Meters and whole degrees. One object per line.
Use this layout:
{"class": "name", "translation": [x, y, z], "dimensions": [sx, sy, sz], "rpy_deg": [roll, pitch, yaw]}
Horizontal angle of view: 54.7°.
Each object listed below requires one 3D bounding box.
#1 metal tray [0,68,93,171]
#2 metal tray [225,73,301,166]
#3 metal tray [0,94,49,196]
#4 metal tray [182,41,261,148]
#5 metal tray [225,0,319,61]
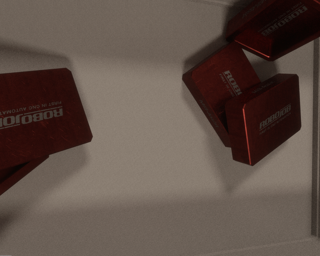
{"class": "metal tray", "translation": [-0.142, -0.010, 0.320], "dimensions": [0.131, 0.030, 0.090], "rpy_deg": [-19, 92, -48]}
{"class": "metal tray", "translation": [0.150, -0.015, 0.437], "dimensions": [0.131, 0.030, 0.089], "rpy_deg": [-28, 116, -32]}
{"class": "metal tray", "translation": [-0.188, 0.004, 0.312], "dimensions": [0.130, 0.030, 0.090], "rpy_deg": [58, 44, -15]}
{"class": "metal tray", "translation": [0.104, -0.046, 0.448], "dimensions": [0.090, 0.030, 0.130], "rpy_deg": [-38, 103, -16]}
{"class": "metal tray", "translation": [0.162, -0.141, 0.414], "dimensions": [0.091, 0.130, 0.030], "rpy_deg": [19, 72, -20]}
